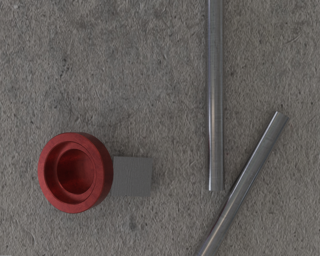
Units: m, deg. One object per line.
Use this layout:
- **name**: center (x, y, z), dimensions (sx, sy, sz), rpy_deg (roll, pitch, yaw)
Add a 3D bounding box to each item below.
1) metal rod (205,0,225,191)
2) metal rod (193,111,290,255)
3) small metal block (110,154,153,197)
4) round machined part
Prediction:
- **metal rod**: center (0.073, -0.068, 0.410), dimensions (0.025, 0.025, 0.298), rpy_deg (0, 90, 0)
- **metal rod**: center (0.089, 0.114, 0.410), dimensions (0.025, 0.025, 0.299), rpy_deg (29, 90, 0)
- **small metal block**: center (-0.038, 0.062, 0.404), dimensions (0.050, 0.025, 0.050), rpy_deg (4, 90, -14)
- **round machined part**: center (-0.101, 0.054, 0.390), dimensions (0.098, 0.042, 0.097), rpy_deg (0, 90, 22)
